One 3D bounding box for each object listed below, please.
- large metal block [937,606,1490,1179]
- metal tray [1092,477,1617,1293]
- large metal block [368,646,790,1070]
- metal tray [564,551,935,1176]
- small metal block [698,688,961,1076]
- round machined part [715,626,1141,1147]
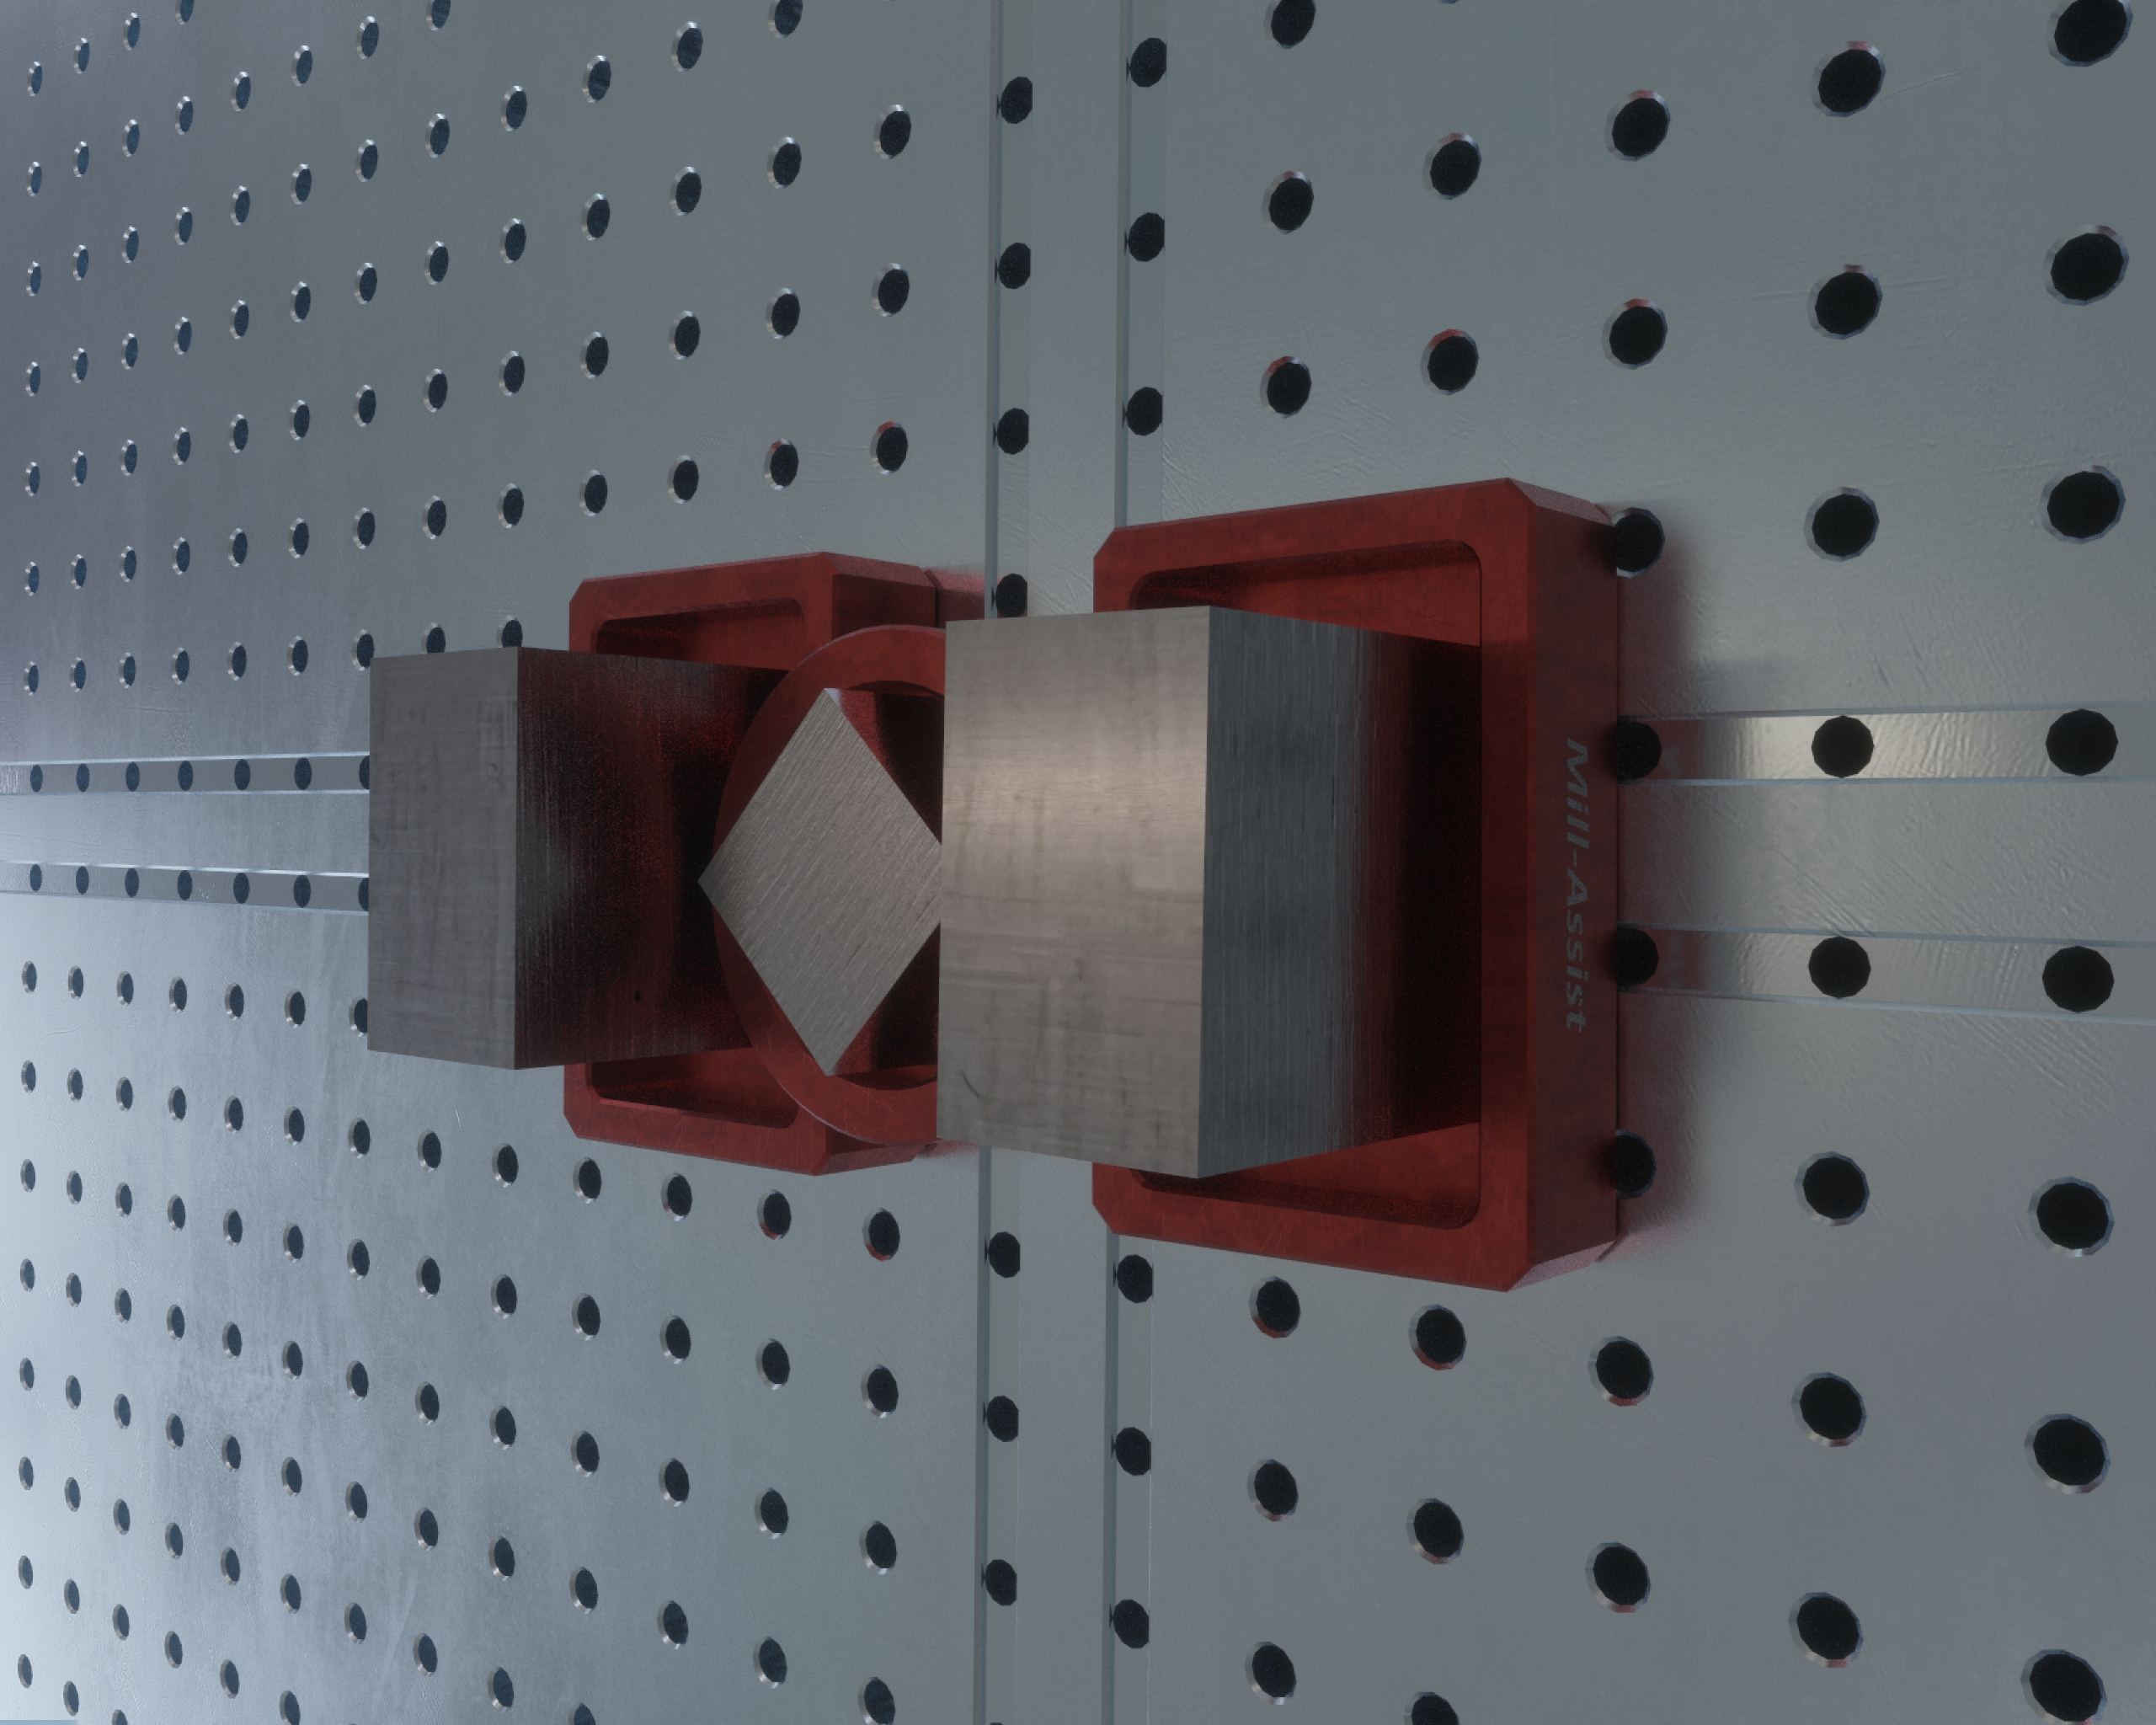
[{"bbox_3d":[0.024,0.003,0.336,0.050,0.081,0.079,2,91,40],"label":"large metal block"},{"bbox_3d":[0.046,0.003,0.367,0.090,0.030,0.129,0,90,40],"label":"metal tray"},{"bbox_3d":[-0.099,-0.001,0.438,0.050,0.081,0.080,1,91,40],"label":"large metal block"},{"bbox_3d":[-0.075,0.000,0.467,0.090,0.030,0.129,1,90,40],"label":"metal tray"},{"bbox_3d":[-0.038,0.003,0.388,0.050,0.025,0.050,52,120,27],"label":"small metal block"},{"bbox_3d":[-0.023,0.004,0.406,0.098,0.042,0.097,0,90,40],"label":"round machined part"}]
